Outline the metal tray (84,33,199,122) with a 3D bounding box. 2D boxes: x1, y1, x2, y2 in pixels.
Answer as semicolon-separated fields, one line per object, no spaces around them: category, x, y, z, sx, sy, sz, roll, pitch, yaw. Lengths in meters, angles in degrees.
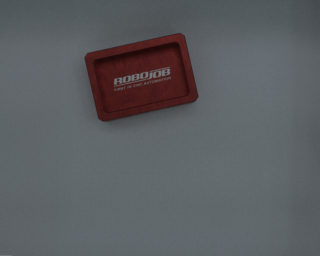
metal tray;-0.023;-0.065;0.408;0.131;0.030;0.089;-13;90;-1
